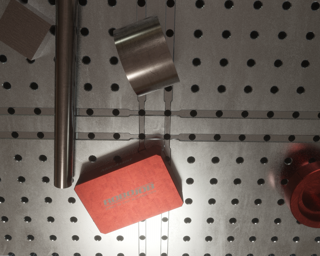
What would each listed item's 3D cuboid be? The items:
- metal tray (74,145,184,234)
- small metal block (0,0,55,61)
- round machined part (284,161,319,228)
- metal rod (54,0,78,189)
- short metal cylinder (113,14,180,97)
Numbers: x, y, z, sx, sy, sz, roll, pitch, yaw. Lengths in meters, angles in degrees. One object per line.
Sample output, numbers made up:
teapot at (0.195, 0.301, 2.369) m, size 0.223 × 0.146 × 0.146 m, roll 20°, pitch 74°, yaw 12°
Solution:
metal tray at (-0.043, 0.090, 0.443) m, size 0.130 × 0.030 × 0.090 m, roll -22°, pitch 109°, yaw 7°
small metal block at (-0.159, -0.117, 0.368) m, size 0.050 × 0.025 × 0.050 m, roll 34°, pitch 106°, yaw -12°
round machined part at (0.226, 0.089, 0.441) m, size 0.099 × 0.042 × 0.097 m, roll 0°, pitch 110°, yaw -1°
metal rod at (-0.119, -0.059, 0.389) m, size 0.025 × 0.025 × 0.298 m, roll 7°, pitch 110°, yaw -3°
short metal cylinder at (-0.014, -0.082, 0.354) m, size 0.050 × 0.080 × 0.080 m, roll -19°, pitch 109°, yaw 6°
